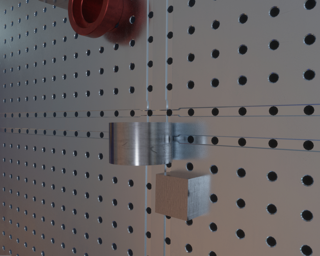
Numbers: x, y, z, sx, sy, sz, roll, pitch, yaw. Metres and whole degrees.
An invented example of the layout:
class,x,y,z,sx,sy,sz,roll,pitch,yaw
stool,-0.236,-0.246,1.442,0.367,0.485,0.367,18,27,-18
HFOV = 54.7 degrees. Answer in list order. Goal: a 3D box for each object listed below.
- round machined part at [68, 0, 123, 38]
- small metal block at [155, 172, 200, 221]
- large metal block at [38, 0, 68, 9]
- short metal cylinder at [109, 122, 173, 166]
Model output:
class,x,y,z,sx,sy,sz,roll,pitch,yaw
round machined part,-0.095,-0.188,0.477,0.098,0.042,0.097,0,90,40
small metal block,0.022,0.085,0.392,0.050,0.025,0.050,2,92,40
large metal block,-0.161,-0.257,0.526,0.080,0.050,0.079,5,93,40
short metal cylinder,-0.024,0.018,0.394,0.080,0.081,0.050,0,90,40
